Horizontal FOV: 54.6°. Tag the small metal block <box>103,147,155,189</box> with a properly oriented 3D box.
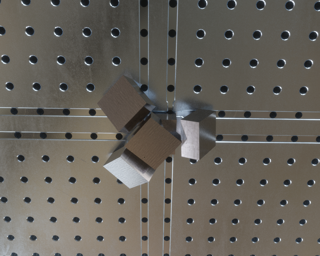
[{"bbox_3d":[-0.041,0.052,0.419,0.050,0.025,0.050,43,142,-14],"label":"small metal block"}]

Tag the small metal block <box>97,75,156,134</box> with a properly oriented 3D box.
[{"bbox_3d":[-0.042,-0.029,0.389,0.050,0.025,0.050,-45,69,14],"label":"small metal block"}]

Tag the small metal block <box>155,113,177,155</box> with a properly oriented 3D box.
[{"bbox_3d":[-0.004,0.007,0.416,0.050,0.025,0.050,1,113,-1],"label":"small metal block"}]

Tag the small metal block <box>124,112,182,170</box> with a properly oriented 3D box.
[{"bbox_3d":[-0.009,0.016,0.392,0.050,0.025,0.050,39,105,-14],"label":"small metal block"}]

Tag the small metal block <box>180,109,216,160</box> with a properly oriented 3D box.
[{"bbox_3d":[0.050,0.007,0.400,0.025,0.050,0.050,10,114,31],"label":"small metal block"}]
